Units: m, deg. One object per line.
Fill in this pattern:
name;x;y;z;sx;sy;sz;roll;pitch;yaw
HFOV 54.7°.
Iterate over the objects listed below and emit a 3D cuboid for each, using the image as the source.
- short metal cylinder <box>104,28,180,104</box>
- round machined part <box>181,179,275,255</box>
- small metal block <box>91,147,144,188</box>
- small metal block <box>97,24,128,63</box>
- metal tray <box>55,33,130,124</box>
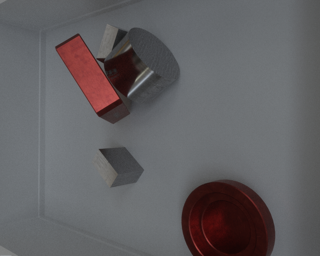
short metal cylinder;-0.022;-0.077;0.387;0.050;0.081;0.080;-39;66;33
round machined part;0.075;0.104;0.333;0.098;0.042;0.097;0;90;39
small metal block;-0.059;0.054;0.437;0.050;0.050;0.025;46;117;30
small metal block;-0.055;-0.112;0.433;0.025;0.050;0.050;33;111;35
metal tray;-0.078;-0.054;0.391;0.030;0.130;0.090;-32;88;-3
